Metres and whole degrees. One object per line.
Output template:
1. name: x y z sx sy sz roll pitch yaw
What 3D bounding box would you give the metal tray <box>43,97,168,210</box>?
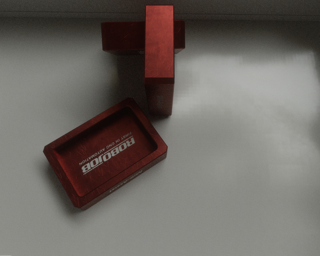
1. metal tray: -0.067 0.031 0.395 0.131 0.030 0.090 -32 73 -11

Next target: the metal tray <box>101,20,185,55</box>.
1. metal tray: -0.019 -0.112 0.395 0.091 0.130 0.030 -2 101 -1

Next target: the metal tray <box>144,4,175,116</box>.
1. metal tray: 0.000 -0.074 0.375 0.030 0.130 0.090 0 77 1
